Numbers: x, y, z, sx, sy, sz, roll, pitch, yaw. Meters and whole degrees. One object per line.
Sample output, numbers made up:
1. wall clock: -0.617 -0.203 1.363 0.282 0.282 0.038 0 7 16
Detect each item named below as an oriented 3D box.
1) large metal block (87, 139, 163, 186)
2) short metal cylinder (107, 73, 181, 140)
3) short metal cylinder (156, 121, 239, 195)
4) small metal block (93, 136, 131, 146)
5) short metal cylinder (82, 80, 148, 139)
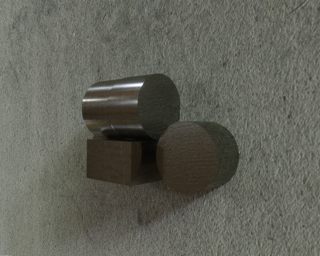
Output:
1. large metal block: -0.037 0.040 0.402 0.080 0.081 0.050 1 91 40
2. short metal cylinder: -0.018 -0.026 0.386 0.050 0.081 0.079 1 91 40
3. short metal cylinder: 0.043 0.032 0.355 0.080 0.050 0.079 0 90 40
4. small metal block: -0.077 0.025 0.471 0.050 0.025 0.050 45 117 30
5. short metal cylinder: -0.057 -0.025 0.418 0.050 0.081 0.079 1 91 40
